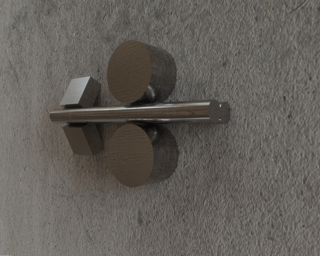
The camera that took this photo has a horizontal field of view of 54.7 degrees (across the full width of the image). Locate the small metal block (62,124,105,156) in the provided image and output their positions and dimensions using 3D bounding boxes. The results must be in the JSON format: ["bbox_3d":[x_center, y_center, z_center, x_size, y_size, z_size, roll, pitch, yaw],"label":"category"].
[{"bbox_3d":[-0.122,0.016,0.494,0.050,0.025,0.050,1,117,39],"label":"small metal block"}]

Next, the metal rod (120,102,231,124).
[{"bbox_3d":[-0.042,-0.018,0.441,0.300,0.025,0.025,1,91,40],"label":"metal rod"}]

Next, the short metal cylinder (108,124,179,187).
[{"bbox_3d":[-0.022,0.034,0.408,0.080,0.050,0.079,0,90,40],"label":"short metal cylinder"}]

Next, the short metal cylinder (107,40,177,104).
[{"bbox_3d":[-0.024,-0.071,0.410,0.080,0.050,0.079,0,90,40],"label":"short metal cylinder"}]

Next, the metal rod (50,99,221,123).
[{"bbox_3d":[-0.058,-0.019,0.422,0.300,0.025,0.025,1,90,40],"label":"metal rod"}]

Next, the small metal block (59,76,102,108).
[{"bbox_3d":[-0.128,-0.054,0.500,0.050,0.025,0.050,0,63,40],"label":"small metal block"}]
